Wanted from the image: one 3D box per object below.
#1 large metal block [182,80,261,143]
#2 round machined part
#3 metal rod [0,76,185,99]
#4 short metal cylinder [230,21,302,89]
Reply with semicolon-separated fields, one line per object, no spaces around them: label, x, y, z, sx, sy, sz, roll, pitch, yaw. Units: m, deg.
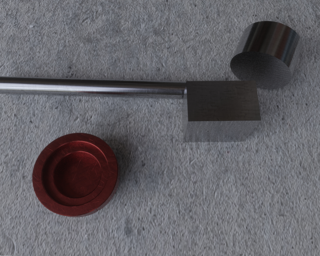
large metal block;0.071;-0.018;0.386;0.081;0.080;0.050;-1;70;-1
round machined part;-0.098;0.058;0.377;0.099;0.042;0.098;0;70;-1
metal rod;-0.070;-0.055;0.427;0.302;0.025;0.025;2;70;0
short metal cylinder;0.142;-0.096;0.416;0.080;0.080;0.050;23;72;7
